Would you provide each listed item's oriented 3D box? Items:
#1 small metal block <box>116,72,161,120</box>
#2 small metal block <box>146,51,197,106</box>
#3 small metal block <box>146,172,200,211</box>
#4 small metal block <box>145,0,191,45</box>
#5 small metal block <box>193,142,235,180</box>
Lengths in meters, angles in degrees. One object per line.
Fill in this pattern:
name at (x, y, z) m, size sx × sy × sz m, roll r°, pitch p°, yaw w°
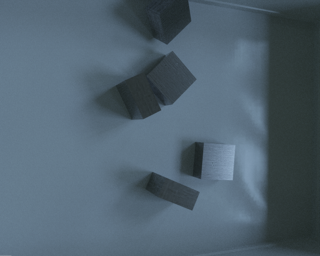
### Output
small metal block at (-0.028, -0.038, 0.388) m, size 0.025 × 0.050 × 0.050 m, roll -28°, pitch 100°, yaw -18°
small metal block at (0.012, -0.066, 0.416) m, size 0.050 × 0.025 × 0.050 m, roll -47°, pitch 105°, yaw -14°
small metal block at (0.015, 0.082, 0.404) m, size 0.050 × 0.050 × 0.025 m, roll 26°, pitch 82°, yaw -19°
small metal block at (0.012, -0.146, 0.401) m, size 0.025 × 0.050 × 0.050 m, roll 36°, pitch 74°, yaw 27°
small metal block at (0.077, 0.047, 0.441) m, size 0.050 × 0.025 × 0.050 m, roll 5°, pitch 88°, yaw -20°
